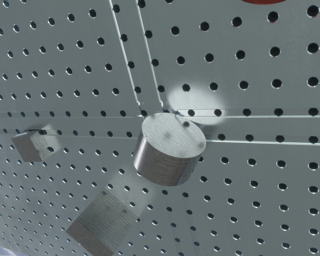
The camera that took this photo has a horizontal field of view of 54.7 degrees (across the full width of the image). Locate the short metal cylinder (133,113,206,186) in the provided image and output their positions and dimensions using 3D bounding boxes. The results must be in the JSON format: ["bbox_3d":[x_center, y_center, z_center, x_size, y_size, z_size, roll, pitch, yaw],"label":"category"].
[{"bbox_3d":[0.011,0.025,0.386,0.080,0.080,0.050,28,128,10],"label":"short metal cylinder"}]

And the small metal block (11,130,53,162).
[{"bbox_3d":[-0.228,0.033,0.552,0.050,0.025,0.050,-5,116,30],"label":"small metal block"}]

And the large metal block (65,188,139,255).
[{"bbox_3d":[-0.097,0.164,0.529,0.080,0.080,0.050,41,129,0],"label":"large metal block"}]

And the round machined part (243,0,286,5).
[{"bbox_3d":[0.093,-0.157,0.254,0.098,0.042,0.097,13,124,21],"label":"round machined part"}]
